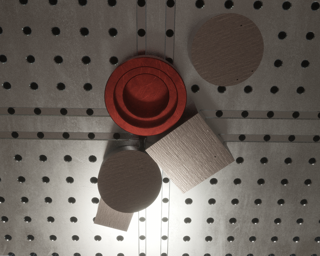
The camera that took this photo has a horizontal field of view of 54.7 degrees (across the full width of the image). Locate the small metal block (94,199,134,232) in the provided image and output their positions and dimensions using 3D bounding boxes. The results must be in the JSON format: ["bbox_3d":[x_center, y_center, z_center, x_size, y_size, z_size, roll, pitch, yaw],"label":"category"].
[{"bbox_3d":[-0.065,0.119,0.454,0.050,0.025,0.050,17,115,-7],"label":"small metal block"}]

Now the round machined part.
[{"bbox_3d":[-0.017,-0.042,0.389,0.099,0.042,0.097,0,110,-1],"label":"round machined part"}]

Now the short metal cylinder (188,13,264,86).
[{"bbox_3d":[0.075,-0.094,0.367,0.081,0.050,0.079,0,110,-1],"label":"short metal cylinder"}]

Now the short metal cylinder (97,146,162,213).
[{"bbox_3d":[-0.041,0.066,0.411,0.081,0.050,0.079,0,92,-9],"label":"short metal cylinder"}]

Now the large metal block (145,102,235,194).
[{"bbox_3d":[0.038,0.026,0.410,0.080,0.050,0.080,-36,107,12],"label":"large metal block"}]
